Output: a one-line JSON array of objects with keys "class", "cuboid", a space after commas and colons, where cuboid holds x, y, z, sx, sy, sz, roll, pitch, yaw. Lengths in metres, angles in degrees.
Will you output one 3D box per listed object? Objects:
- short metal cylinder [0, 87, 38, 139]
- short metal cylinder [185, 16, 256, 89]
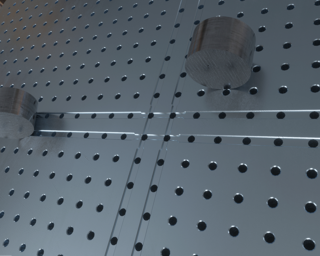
[{"class": "short metal cylinder", "cuboid": [-0.251, -0.024, 0.519, 0.080, 0.080, 0.050, -17, 55, 18]}, {"class": "short metal cylinder", "cuboid": [0.076, -0.092, 0.389, 0.080, 0.080, 0.050, 1, 63, 29]}]
